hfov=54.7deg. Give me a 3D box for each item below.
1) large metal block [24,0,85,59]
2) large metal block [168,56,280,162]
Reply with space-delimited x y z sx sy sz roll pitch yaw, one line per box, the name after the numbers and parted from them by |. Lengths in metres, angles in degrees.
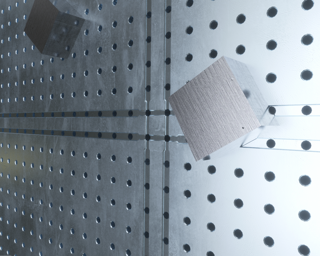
-0.187 -0.181 0.544 0.080 0.050 0.080 48 118 29 | large metal block
0.067 -0.018 0.337 0.080 0.050 0.080 -35 69 34 | large metal block
